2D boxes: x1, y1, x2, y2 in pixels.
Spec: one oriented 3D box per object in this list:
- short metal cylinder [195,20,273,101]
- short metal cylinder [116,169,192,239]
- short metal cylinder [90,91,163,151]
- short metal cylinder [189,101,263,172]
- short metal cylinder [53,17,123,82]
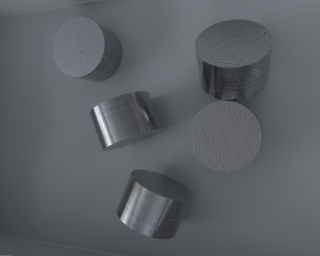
[{"bbox_3d":[0.082,-0.076,0.348,0.080,0.050,0.080,-7,52,9],"label":"short metal cylinder"},{"bbox_3d":[-0.007,0.092,0.384,0.080,0.080,0.050,24,98,18],"label":"short metal cylinder"},{"bbox_3d":[-0.043,-0.008,0.396,0.080,0.080,0.050,-23,83,18],"label":"short metal cylinder"},{"bbox_3d":[0.080,0.009,0.368,0.080,0.050,0.079,0,91,20],"label":"short metal cylinder"},{"bbox_3d":[-0.100,-0.107,0.433,0.080,0.050,0.080,0,90,20],"label":"short metal cylinder"}]
